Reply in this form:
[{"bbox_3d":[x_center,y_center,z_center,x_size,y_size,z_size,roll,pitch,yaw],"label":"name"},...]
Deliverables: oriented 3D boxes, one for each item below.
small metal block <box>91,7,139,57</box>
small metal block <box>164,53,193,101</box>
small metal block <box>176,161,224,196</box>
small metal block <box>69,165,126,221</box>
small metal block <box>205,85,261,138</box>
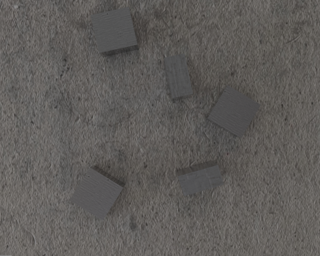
[{"bbox_3d":[-0.059,-0.126,0.409,0.050,0.025,0.050,-13,90,0],"label":"small metal block"},{"bbox_3d":[0.022,-0.063,0.397,0.025,0.050,0.050,-12,90,0],"label":"small metal block"},{"bbox_3d":[0.050,0.063,0.398,0.050,0.050,0.025,-16,90,0],"label":"small metal block"},{"bbox_3d":[-0.081,0.085,0.409,0.050,0.025,0.050,32,90,0],"label":"small metal block"},{"bbox_3d":[0.096,-0.021,0.411,0.050,0.025,0.050,31,90,0],"label":"small metal block"}]
